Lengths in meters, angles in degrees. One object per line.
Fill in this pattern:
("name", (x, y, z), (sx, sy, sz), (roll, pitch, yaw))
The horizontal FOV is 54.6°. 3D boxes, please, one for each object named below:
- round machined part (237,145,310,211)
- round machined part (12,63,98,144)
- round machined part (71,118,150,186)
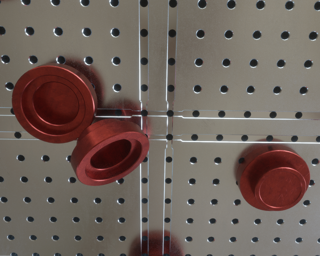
("round machined part", (0.161, 0.076, 0.433), (0.099, 0.042, 0.097), (0, 110, 0))
("round machined part", (-0.128, -0.033, 0.391), (0.099, 0.042, 0.097), (0, 110, 0))
("round machined part", (-0.066, 0.026, 0.396), (0.099, 0.042, 0.098), (-25, 146, -18))
